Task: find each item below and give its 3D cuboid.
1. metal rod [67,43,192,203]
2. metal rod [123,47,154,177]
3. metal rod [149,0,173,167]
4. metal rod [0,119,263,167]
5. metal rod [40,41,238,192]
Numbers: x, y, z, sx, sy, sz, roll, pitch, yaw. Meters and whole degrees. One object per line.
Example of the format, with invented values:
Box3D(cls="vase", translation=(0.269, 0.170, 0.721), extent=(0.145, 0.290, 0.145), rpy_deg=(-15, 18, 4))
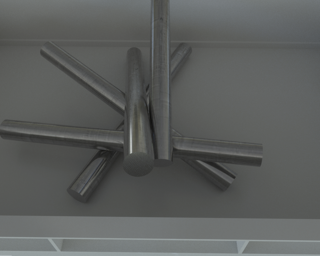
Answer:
Box3D(cls="metal rod", translation=(-0.025, -0.028, 0.428), extent=(0.025, 0.025, 0.301), rpy_deg=(21, 53, 16))
Box3D(cls="metal rod", translation=(-0.030, -0.045, 0.378), extent=(0.025, 0.025, 0.300), rpy_deg=(-4, 30, -3))
Box3D(cls="metal rod", translation=(0.000, -0.099, 0.377), extent=(0.025, 0.025, 0.299), rpy_deg=(0, 64, 0))
Box3D(cls="metal rod", translation=(-0.041, 0.015, 0.355), extent=(0.301, 0.025, 0.025), rpy_deg=(5, 50, 10))
Box3D(cls="metal rod", translation=(-0.037, -0.023, 0.390), extent=(0.300, 0.025, 0.025), rpy_deg=(36, 58, 14))
